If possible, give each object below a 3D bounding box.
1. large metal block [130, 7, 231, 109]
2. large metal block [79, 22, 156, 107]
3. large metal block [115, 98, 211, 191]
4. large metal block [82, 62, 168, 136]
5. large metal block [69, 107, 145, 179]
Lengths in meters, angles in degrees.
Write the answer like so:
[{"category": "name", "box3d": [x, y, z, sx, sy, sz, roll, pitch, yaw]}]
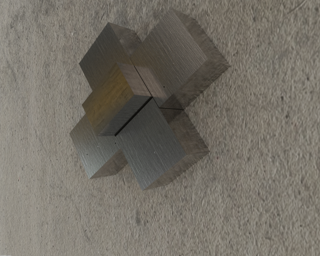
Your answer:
[{"category": "large metal block", "box3d": [0.022, -0.079, 0.370, 0.080, 0.050, 0.080, -44, 64, 31]}, {"category": "large metal block", "box3d": [-0.059, -0.085, 0.435, 0.080, 0.050, 0.080, -44, 64, 31]}, {"category": "large metal block", "box3d": [0.001, 0.020, 0.386, 0.080, 0.050, 0.080, -44, 64, 31]}, {"category": "large metal block", "box3d": [-0.039, -0.033, 0.400, 0.080, 0.081, 0.050, -44, 64, 31]}, {"category": "large metal block", "box3d": [-0.077, 0.017, 0.451, 0.080, 0.050, 0.080, -44, 64, 31]}]
